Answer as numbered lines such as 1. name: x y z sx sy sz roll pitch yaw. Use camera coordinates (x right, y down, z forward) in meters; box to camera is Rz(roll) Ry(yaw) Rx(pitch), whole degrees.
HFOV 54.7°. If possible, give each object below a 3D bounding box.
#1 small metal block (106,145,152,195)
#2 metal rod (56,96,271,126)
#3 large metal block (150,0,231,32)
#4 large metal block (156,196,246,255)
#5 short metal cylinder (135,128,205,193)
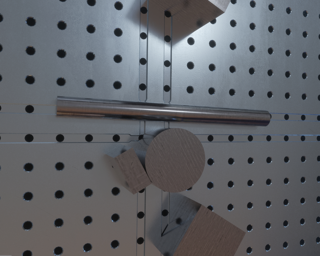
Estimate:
1. small metal block: -0.040 0.050 0.385 0.025 0.050 0.050 -30 100 -18
2. metal rod: 0.019 -0.020 0.420 0.303 0.025 0.025 2 89 -21
3. large metal block: 0.041 -0.179 0.399 0.080 0.080 0.050 29 81 -18
4. large metal block: 0.055 0.152 0.421 0.080 0.050 0.080 35 78 -17
5. short metal cylinder: 0.011 0.040 0.405 0.081 0.050 0.079 0 90 -20
